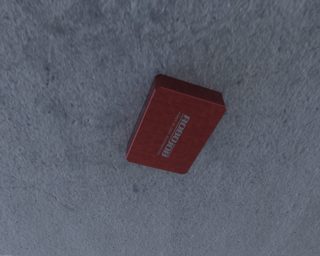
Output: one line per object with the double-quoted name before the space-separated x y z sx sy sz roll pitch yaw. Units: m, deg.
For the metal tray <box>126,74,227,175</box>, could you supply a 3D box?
"metal tray" 0.016 0.001 0.405 0.091 0.030 0.129 15 129 -13
